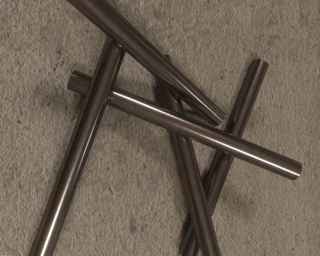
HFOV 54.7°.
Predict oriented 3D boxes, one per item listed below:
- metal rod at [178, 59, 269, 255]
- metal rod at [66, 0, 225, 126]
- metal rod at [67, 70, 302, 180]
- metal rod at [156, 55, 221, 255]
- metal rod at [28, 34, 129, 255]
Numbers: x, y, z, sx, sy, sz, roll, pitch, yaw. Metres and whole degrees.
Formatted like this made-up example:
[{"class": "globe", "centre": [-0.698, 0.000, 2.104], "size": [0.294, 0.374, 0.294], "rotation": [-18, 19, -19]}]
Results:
[{"class": "metal rod", "centre": [0.094, 0.039, 0.445], "size": [0.025, 0.025, 0.299], "rotation": [26, 81, -19]}, {"class": "metal rod", "centre": [-0.013, -0.080, 0.346], "size": [0.301, 0.025, 0.025], "rotation": [35, 78, -40]}, {"class": "metal rod", "centre": [0.034, -0.001, 0.383], "size": [0.302, 0.025, 0.025], "rotation": [22, 82, -4]}, {"class": "metal rod", "centre": [0.038, 0.052, 0.407], "size": [0.025, 0.025, 0.298], "rotation": [-14, 89, -20]}, {"class": "metal rod", "centre": [-0.096, 0.035, 0.351], "size": [0.025, 0.025, 0.298], "rotation": [20, 92, -20]}]
